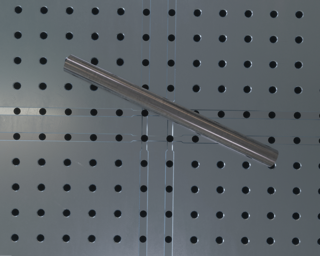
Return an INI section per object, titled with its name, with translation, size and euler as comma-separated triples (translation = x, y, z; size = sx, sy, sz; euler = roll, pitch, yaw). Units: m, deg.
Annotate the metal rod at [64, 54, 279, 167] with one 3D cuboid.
[metal rod]
translation = 0.015, -0.023, 0.413
size = 0.301, 0.025, 0.025
euler = 25, 90, 0
